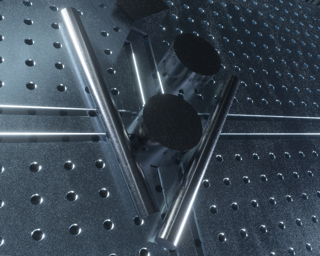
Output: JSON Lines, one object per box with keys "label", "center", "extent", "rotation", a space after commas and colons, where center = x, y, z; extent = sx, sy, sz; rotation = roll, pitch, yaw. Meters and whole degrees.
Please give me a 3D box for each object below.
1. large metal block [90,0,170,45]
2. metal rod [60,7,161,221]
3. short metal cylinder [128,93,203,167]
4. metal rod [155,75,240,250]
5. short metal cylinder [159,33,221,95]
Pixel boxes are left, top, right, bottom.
{"label": "large metal block", "center": [-0.047, -0.186, 0.480], "extent": [0.080, 0.050, 0.081], "rotation": [49, 51, 6]}
{"label": "metal rod", "center": [-0.070, -0.032, 0.389], "extent": [0.025, 0.025, 0.299], "rotation": [-12, 68, -33]}
{"label": "short metal cylinder", "center": [0.006, 0.003, 0.394], "extent": [0.081, 0.050, 0.080], "rotation": [14, 56, -21]}
{"label": "metal rod", "center": [0.064, 0.023, 0.428], "extent": [0.025, 0.025, 0.301], "rotation": [34, 51, -6]}
{"label": "short metal cylinder", "center": [0.046, -0.098, 0.476], "extent": [0.081, 0.050, 0.080], "rotation": [14, 56, -21]}
